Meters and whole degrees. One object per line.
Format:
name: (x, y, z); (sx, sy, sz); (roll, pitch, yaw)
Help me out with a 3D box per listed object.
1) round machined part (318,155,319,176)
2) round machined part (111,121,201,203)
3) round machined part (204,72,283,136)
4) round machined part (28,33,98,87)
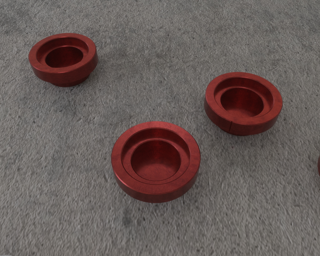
round machined part: (0.228, 0.055, 0.347); (0.099, 0.042, 0.098); (0, 50, 0)
round machined part: (-0.004, 0.042, 0.357); (0.099, 0.042, 0.098); (0, 50, 0)
round machined part: (0.108, -0.028, 0.416); (0.099, 0.042, 0.098); (0, 50, 0)
round machined part: (-0.144, -0.100, 0.475); (0.099, 0.042, 0.098); (0, 50, 0)
